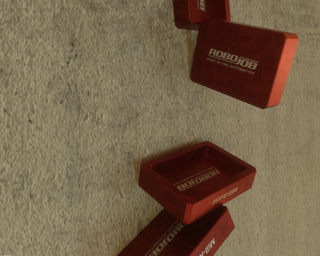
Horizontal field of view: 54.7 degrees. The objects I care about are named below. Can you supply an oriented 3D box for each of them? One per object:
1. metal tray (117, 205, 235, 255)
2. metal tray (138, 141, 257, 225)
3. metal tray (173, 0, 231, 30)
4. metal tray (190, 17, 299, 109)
[{"bbox_3d":[0.018,0.141,0.377,0.131,0.090,0.030,-38,114,-34],"label":"metal tray"},{"bbox_3d":[0.050,0.063,0.400,0.131,0.090,0.030,-16,124,-39],"label":"metal tray"},{"bbox_3d":[0.059,-0.210,0.449,0.091,0.030,0.129,-10,96,-40],"label":"metal tray"},{"bbox_3d":[0.102,-0.088,0.405,0.030,0.130,0.089,-12,121,-39],"label":"metal tray"}]
